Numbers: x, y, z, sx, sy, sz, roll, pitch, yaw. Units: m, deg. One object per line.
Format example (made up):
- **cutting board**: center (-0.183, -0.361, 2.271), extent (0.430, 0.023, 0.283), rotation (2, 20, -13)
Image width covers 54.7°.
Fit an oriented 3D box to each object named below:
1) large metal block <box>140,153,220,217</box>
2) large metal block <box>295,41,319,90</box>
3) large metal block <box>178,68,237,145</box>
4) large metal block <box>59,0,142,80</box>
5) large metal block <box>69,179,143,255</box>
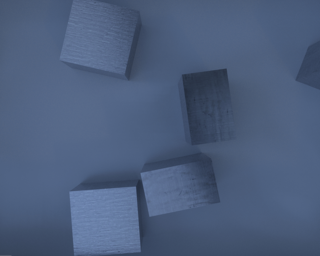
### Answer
- **large metal block**: center (0.023, 0.066, 0.384), extent (0.080, 0.080, 0.050), rotation (-11, 90, 0)
- **large metal block**: center (0.232, -0.074, 0.385), extent (0.080, 0.080, 0.050), rotation (21, 90, 0)
- **large metal block**: center (0.055, -0.024, 0.384), extent (0.050, 0.080, 0.080), rotation (-8, 90, 0)
- **large metal block**: center (-0.073, -0.112, 0.398), extent (0.080, 0.050, 0.080), rotation (13, 90, 0)
- **large metal block**: center (-0.066, 0.113, 0.398), extent (0.080, 0.050, 0.080), rotation (-4, 90, 0)
